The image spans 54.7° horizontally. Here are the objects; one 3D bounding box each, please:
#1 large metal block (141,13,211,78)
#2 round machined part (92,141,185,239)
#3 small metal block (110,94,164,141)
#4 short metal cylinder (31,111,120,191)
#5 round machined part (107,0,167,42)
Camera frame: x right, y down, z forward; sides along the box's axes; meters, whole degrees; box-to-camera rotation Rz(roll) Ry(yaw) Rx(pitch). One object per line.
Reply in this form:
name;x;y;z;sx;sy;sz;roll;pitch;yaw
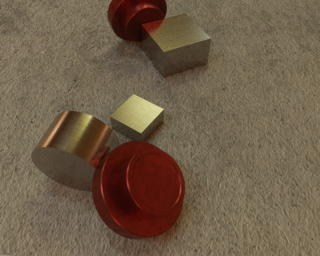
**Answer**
large metal block;0.024;-0.135;0.501;0.081;0.050;0.080;-20;53;-17
round machined part;-0.014;0.058;0.311;0.099;0.042;0.098;18;58;-31
small metal block;-0.030;-0.012;0.413;0.050;0.025;0.050;28;55;21
short metal cylinder;-0.092;0.027;0.344;0.080;0.080;0.050;12;51;9
round machined part;-0.032;-0.181;0.509;0.099;0.098;0.042;-20;63;-17
